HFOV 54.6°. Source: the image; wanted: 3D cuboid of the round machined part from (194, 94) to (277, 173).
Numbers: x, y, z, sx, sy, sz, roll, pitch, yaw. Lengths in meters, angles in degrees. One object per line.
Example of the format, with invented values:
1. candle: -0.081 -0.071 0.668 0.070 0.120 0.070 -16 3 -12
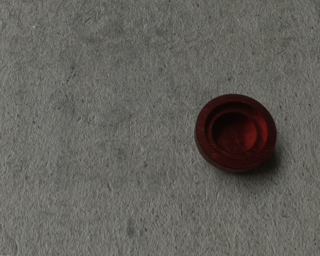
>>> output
1. round machined part: 0.093 0.009 0.396 0.099 0.042 0.098 0 70 0
